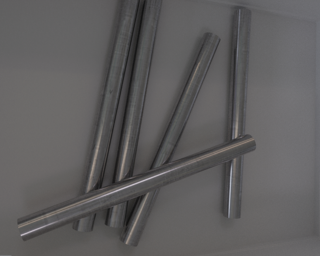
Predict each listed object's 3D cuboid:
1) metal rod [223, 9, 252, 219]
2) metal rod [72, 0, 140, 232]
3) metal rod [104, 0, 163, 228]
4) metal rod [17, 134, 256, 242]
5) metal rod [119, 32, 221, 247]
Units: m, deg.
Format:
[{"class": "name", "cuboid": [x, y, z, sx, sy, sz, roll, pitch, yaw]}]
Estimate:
[{"class": "metal rod", "cuboid": [0.113, -0.021, 0.451, 0.025, 0.025, 0.298, 4, 89, -20]}, {"class": "metal rod", "cuboid": [-0.065, -0.024, 0.386, 0.025, 0.025, 0.298, 12, 86, -20]}, {"class": "metal rod", "cuboid": [-0.033, -0.026, 0.398, 0.025, 0.025, 0.298, 11, 86, -20]}, {"class": "metal rod", "cuboid": [-0.011, 0.064, 0.378, 0.302, 0.025, 0.025, -18, 96, -19]}, {"class": "metal rod", "cuboid": [0.016, 0.009, 0.416, 0.025, 0.025, 0.299, 25, 82, -18]}]
